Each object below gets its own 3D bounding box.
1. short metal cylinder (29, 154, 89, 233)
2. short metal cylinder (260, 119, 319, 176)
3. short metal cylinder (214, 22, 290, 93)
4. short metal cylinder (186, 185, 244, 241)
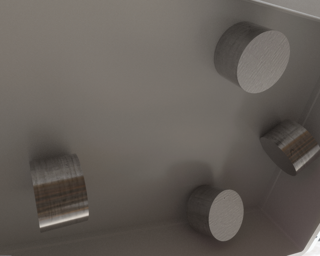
[{"bbox_3d":[-0.116,0.073,0.354,0.050,0.080,0.079,-9,123,-24],"label":"short metal cylinder"},{"bbox_3d":[0.212,0.032,0.508,0.050,0.080,0.080,-37,129,-3],"label":"short metal cylinder"},{"bbox_3d":[0.118,-0.091,0.400,0.081,0.050,0.079,-14,124,-21],"label":"short metal cylinder"},{"bbox_3d":[0.090,0.136,0.505,0.081,0.050,0.080,0,90,-36],"label":"short metal cylinder"}]
